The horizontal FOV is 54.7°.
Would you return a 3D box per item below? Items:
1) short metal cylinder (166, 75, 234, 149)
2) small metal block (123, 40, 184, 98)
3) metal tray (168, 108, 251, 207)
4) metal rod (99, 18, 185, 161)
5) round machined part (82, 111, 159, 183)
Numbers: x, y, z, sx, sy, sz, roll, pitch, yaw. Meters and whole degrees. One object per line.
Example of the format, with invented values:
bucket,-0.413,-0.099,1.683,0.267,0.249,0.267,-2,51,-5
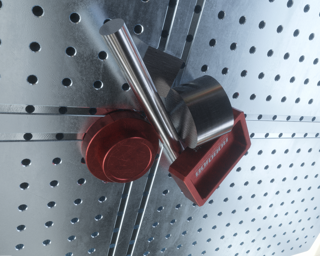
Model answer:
short metal cylinder,0.048,-0.021,0.391,0.050,0.080,0.080,-23,127,-15
small metal block,-0.008,-0.069,0.366,0.050,0.025,0.050,14,111,-34
metal tray,0.078,0.041,0.450,0.130,0.030,0.090,-47,139,-16
metal rod,0.004,-0.002,0.392,0.025,0.025,0.299,-35,137,-6
round machined part,-0.045,0.031,0.395,0.099,0.042,0.097,-14,125,-21
